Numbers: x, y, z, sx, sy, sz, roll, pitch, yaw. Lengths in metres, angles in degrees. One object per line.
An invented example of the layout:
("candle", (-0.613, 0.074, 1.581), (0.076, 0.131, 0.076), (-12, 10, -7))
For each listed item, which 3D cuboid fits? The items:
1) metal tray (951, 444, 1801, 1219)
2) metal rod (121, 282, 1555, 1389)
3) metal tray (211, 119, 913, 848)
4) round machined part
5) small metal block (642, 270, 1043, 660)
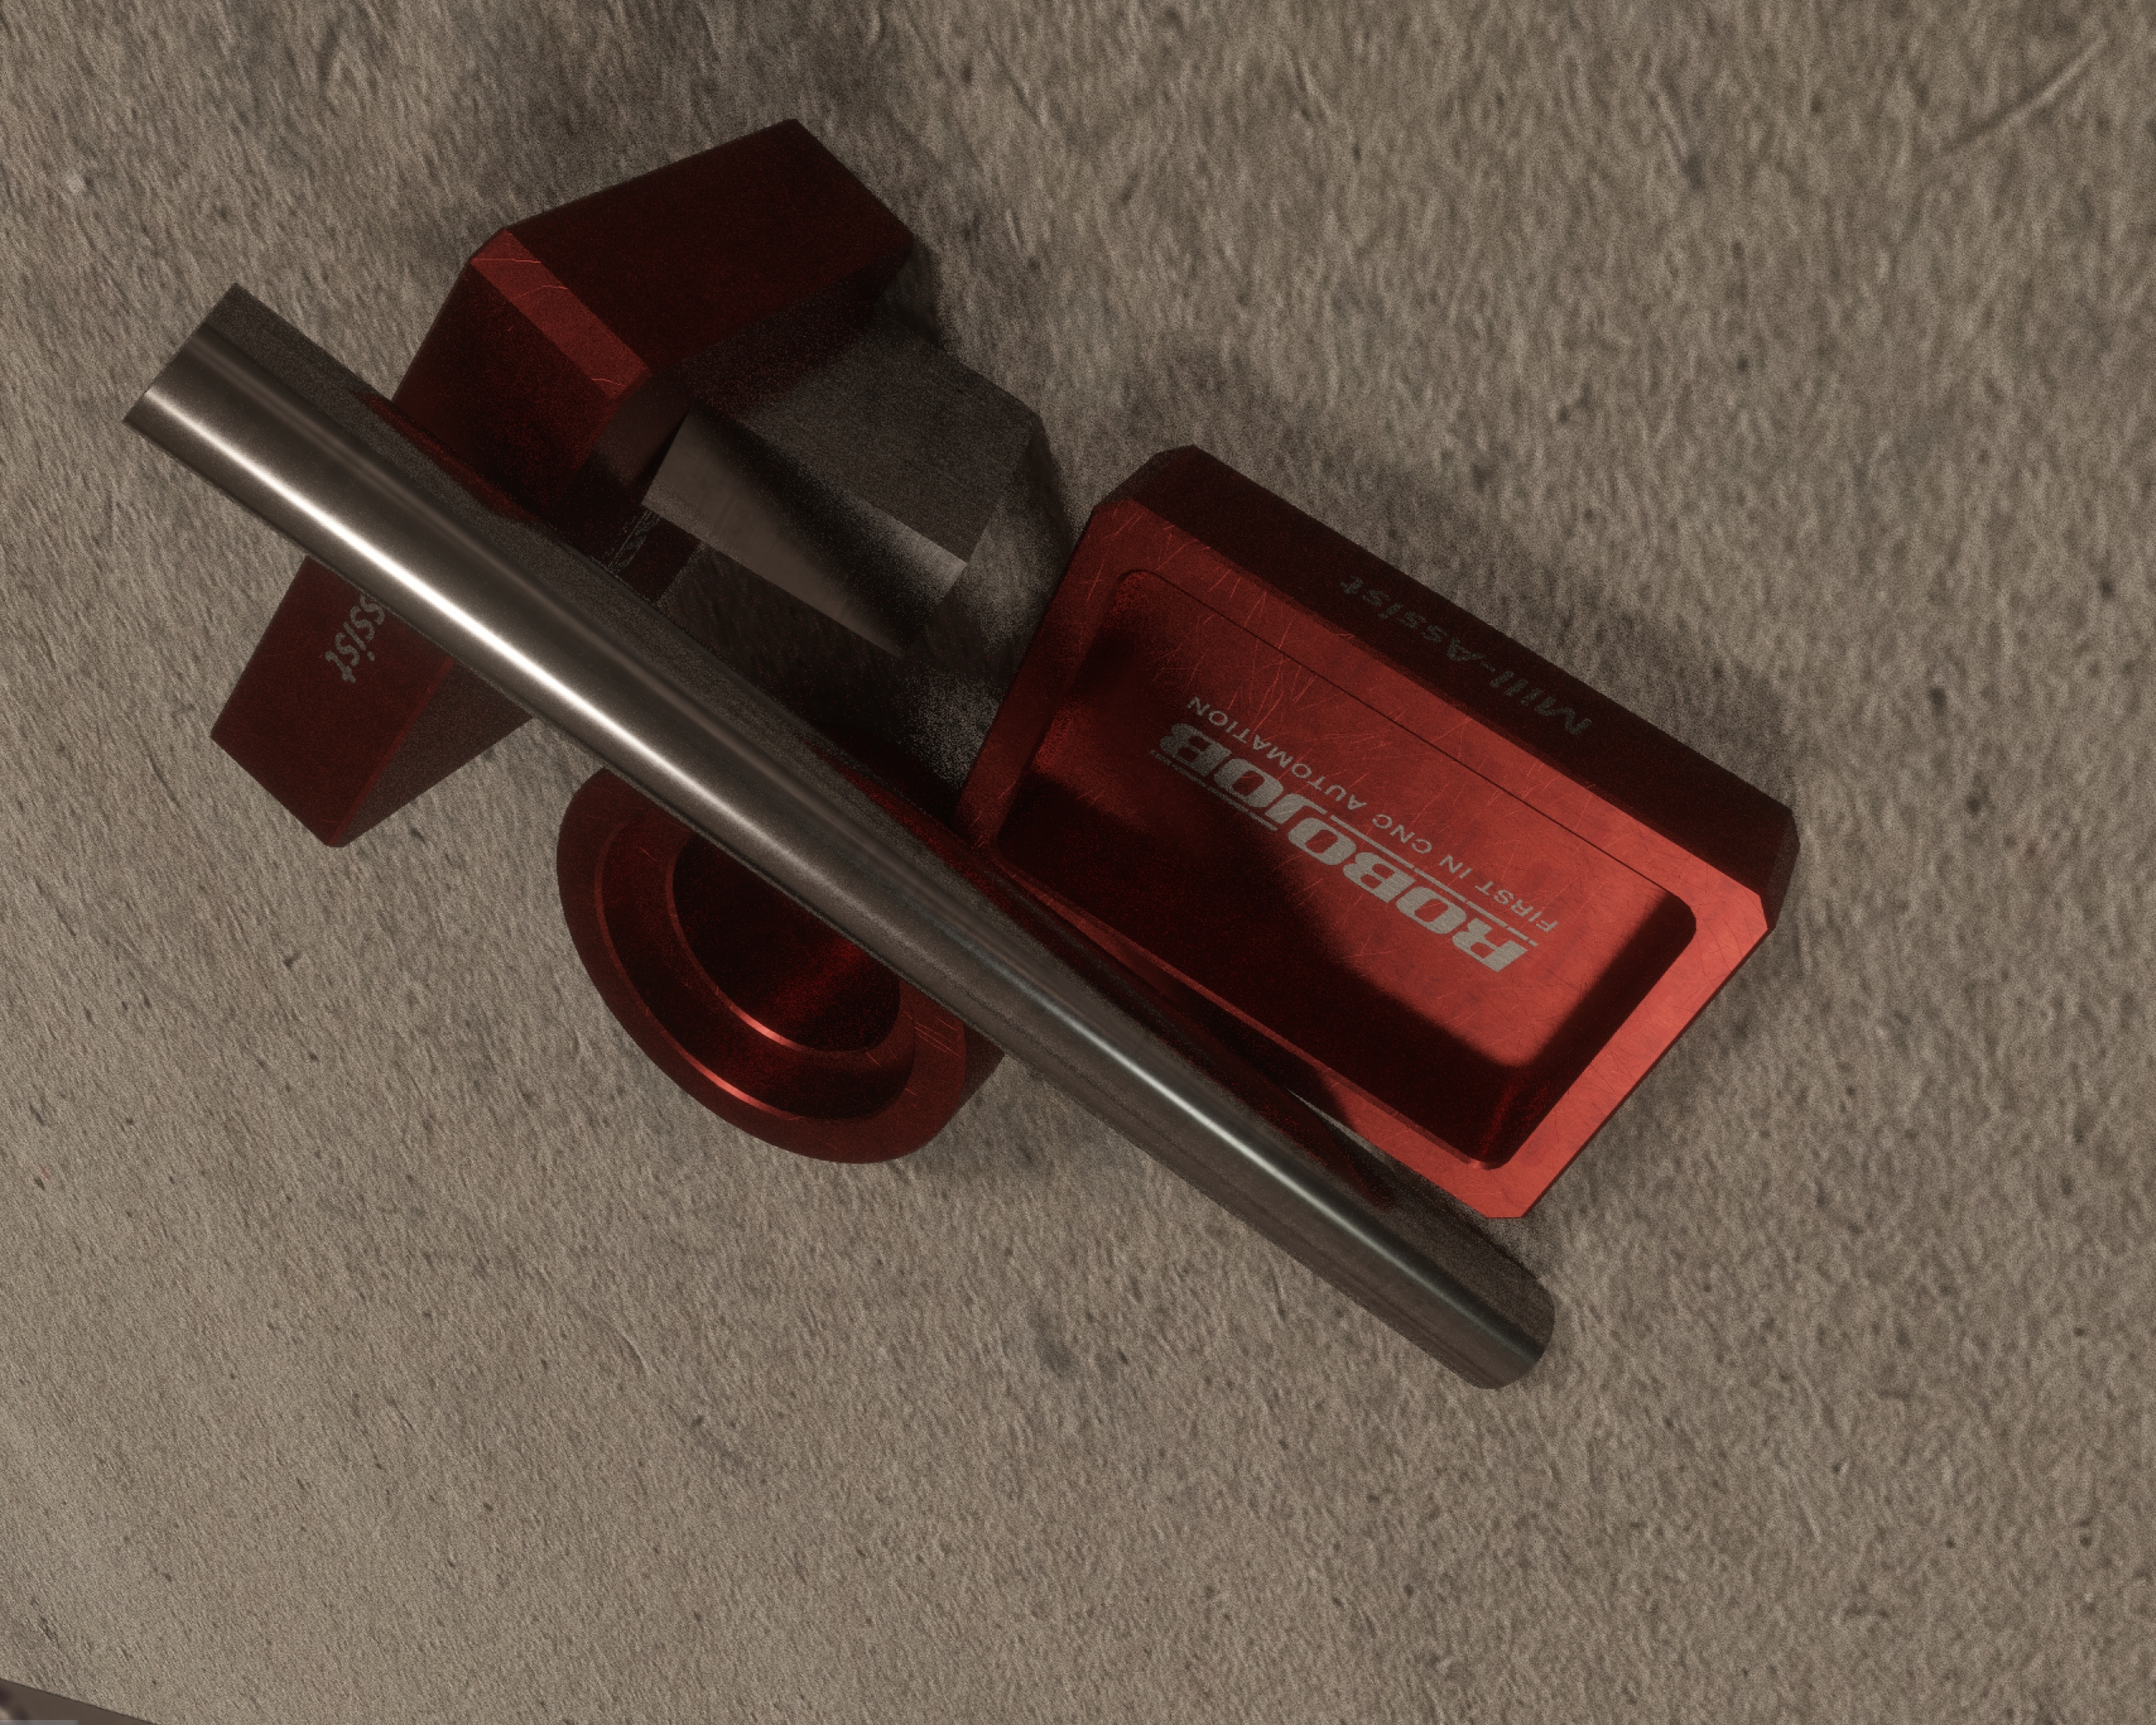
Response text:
("metal tray", (0.048, -0.004, 0.376), (0.130, 0.030, 0.089), (33, 129, 6))
("metal rod", (-0.019, 0.013, 0.356), (0.301, 0.025, 0.025), (38, 133, -27))
("metal tray", (-0.092, -0.066, 0.371), (0.030, 0.090, 0.129), (45, 129, -3))
("round machined part", (-0.054, 0.010, 0.426), (0.098, 0.042, 0.097), (18, 131, 23))
("small metal block", (-0.039, -0.070, 0.362), (0.050, 0.050, 0.025), (31, 132, -10))
